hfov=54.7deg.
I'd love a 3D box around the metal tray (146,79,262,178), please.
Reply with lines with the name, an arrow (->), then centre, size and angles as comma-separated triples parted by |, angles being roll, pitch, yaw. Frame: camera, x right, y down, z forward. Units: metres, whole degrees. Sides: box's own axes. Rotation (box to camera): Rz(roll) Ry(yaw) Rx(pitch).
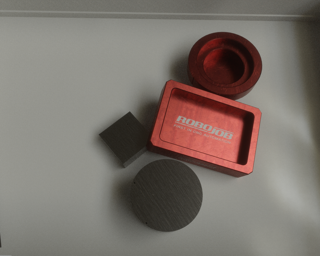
metal tray -> 0.057, 0.002, 0.393 | 0.131, 0.030, 0.090 | 17, 70, -7

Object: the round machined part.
round machined part -> 0.087, -0.081, 0.431 | 0.099, 0.042, 0.098 | 0, 70, -1

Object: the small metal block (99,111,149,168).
small metal block -> -0.042, 0.015, 0.404 | 0.050, 0.025, 0.050 | -39, 75, -13

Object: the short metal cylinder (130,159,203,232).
short metal cylinder -> 0.007, 0.082, 0.367 | 0.081, 0.050, 0.080 | 0, 70, 0
